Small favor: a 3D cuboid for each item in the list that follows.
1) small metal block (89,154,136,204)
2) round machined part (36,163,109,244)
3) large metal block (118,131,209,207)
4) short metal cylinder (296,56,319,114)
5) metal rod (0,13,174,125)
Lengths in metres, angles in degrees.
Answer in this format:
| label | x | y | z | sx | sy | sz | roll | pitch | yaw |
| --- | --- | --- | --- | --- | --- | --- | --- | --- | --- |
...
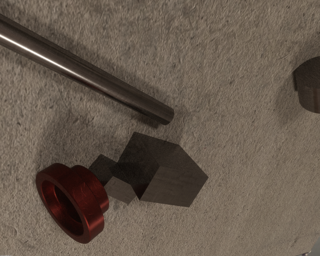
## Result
| label | x | y | z | sx | sy | sz | roll | pitch | yaw |
| --- | --- | --- | --- | --- | --- | --- | --- | --- | --- |
| small metal block | -0.059 | 0.066 | 0.401 | 0.025 | 0.050 | 0.050 | -49 | 129 | 5 |
| round machined part | -0.098 | 0.083 | 0.365 | 0.042 | 0.098 | 0.097 | -35 | 135 | -40 |
| large metal block | 0.002 | 0.055 | 0.408 | 0.081 | 0.080 | 0.050 | 18 | 109 | -36 |
| short metal cylinder | 0.252 | -0.067 | 0.471 | 0.080 | 0.080 | 0.050 | -34 | 129 | -7 |
| metal rod | -0.098 | -0.067 | 0.312 | 0.301 | 0.025 | 0.025 | 26 | 104 | -38 |
